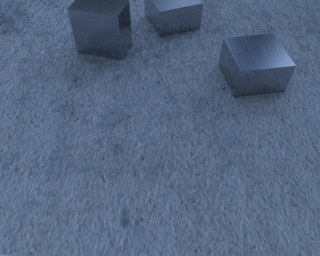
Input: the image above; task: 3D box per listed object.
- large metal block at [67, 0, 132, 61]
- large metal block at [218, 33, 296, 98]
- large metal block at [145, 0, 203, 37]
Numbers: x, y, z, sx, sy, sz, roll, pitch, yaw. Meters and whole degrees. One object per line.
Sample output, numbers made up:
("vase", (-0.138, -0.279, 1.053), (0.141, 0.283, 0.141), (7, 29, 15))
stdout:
("large metal block", (-0.094, -0.164, 0.504), (0.080, 0.080, 0.050), (12, 51, 9))
("large metal block", (0.143, -0.096, 0.470), (0.081, 0.050, 0.080), (-7, 51, -7))
("large metal block", (0.023, -0.218, 0.571), (0.081, 0.050, 0.080), (-16, 52, -14))
